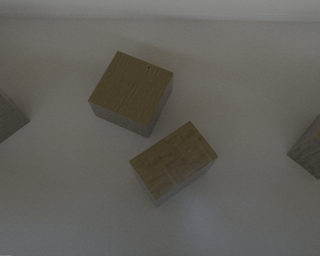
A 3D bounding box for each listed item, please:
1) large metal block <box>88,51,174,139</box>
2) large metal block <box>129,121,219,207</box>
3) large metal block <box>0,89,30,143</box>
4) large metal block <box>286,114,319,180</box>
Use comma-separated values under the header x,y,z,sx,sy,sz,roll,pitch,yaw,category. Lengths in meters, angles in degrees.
x,y,z,sx,sy,sz,roll,pitch,yaw,category
-0.036,-0.044,0.412,0.080,0.050,0.080,23,72,8,large metal block
0.015,0.046,0.364,0.080,0.080,0.050,-33,74,-12,large metal block
-0.224,-0.014,0.383,0.080,0.080,0.050,-40,75,-14,large metal block
0.214,0.011,0.379,0.050,0.080,0.080,41,75,13,large metal block
